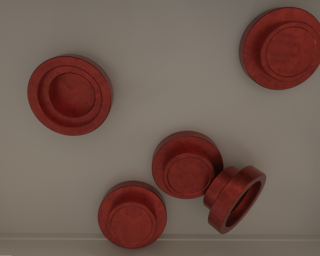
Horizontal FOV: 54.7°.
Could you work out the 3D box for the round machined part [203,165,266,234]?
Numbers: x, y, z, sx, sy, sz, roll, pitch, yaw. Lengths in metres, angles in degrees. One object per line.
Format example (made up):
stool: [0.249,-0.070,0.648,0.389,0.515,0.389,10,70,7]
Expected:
round machined part: [0.096,0.090,0.419,0.042,0.099,0.097,36,112,32]

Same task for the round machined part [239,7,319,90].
round machined part: [0.149,-0.093,0.370,0.099,0.042,0.097,0,110,-1]

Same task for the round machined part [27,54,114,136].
round machined part: [-0.107,-0.043,0.385,0.099,0.042,0.097,0,110,-1]

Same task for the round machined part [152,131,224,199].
round machined part: [0.038,0.057,0.424,0.099,0.042,0.097,0,110,-1]

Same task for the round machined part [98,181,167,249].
round machined part: [-0.039,0.128,0.441,0.099,0.042,0.097,0,100,-2]
